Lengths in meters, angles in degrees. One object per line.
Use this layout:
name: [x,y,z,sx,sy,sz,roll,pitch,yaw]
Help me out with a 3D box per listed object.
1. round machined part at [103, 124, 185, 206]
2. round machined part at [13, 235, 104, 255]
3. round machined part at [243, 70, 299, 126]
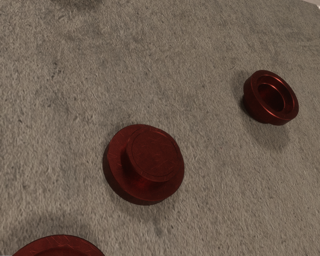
round machined part: [-0.014,0.038,0.364,0.099,0.042,0.098,14,56,-21]
round machined part: [-0.089,0.144,0.258,0.099,0.042,0.098,14,56,-21]
round machined part: [0.180,-0.046,0.521,0.099,0.042,0.098,14,56,-21]
